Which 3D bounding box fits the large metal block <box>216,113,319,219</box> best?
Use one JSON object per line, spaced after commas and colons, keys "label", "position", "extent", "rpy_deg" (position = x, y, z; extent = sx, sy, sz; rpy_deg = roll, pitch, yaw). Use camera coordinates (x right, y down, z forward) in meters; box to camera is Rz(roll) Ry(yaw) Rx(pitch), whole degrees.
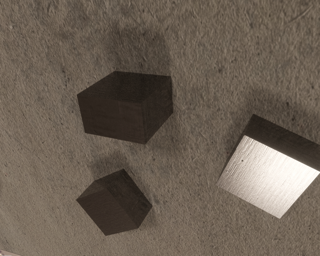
{"label": "large metal block", "position": [0.121, 0.043, 0.353], "extent": [0.080, 0.050, 0.079], "rpy_deg": [27, 128, 10]}

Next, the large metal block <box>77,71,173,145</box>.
{"label": "large metal block", "position": [-0.038, -0.028, 0.372], "extent": [0.080, 0.080, 0.050], "rpy_deg": [10, 123, 23]}

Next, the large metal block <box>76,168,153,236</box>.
{"label": "large metal block", "position": [-0.074, 0.122, 0.503], "extent": [0.080, 0.050, 0.080], "rpy_deg": [-26, 104, 37]}
